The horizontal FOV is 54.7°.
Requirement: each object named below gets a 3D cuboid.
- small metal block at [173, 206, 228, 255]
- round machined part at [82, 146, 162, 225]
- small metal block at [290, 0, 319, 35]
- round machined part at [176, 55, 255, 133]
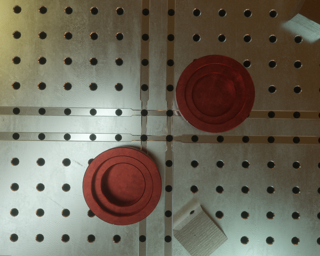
[{"bbox_3d":[0.053,0.142,0.414,0.050,0.025,0.050,-41,90,0],"label":"small metal block"},{"bbox_3d":[-0.047,0.072,0.404,0.099,0.042,0.097,0,90,0],"label":"round machined part"},{"bbox_3d":[0.214,-0.159,0.415,0.050,0.025,0.050,28,90,0],"label":"small metal block"},{"bbox_3d":[0.069,-0.043,0.405,0.099,0.042,0.097,0,90,0],"label":"round machined part"}]
